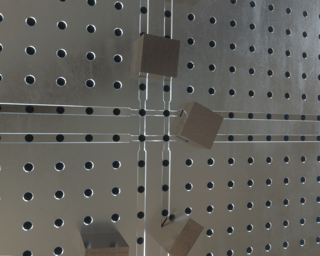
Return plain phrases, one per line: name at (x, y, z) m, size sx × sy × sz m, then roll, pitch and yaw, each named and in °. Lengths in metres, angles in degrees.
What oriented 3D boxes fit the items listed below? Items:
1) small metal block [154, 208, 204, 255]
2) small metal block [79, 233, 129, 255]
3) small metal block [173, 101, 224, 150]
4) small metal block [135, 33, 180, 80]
small metal block at (0.024, 0.140, 0.410) m, size 0.025 × 0.050 × 0.050 m, roll 39°, pitch 78°, yaw -16°
small metal block at (-0.069, 0.148, 0.375) m, size 0.050 × 0.050 × 0.025 m, roll 5°, pitch 89°, yaw -20°
small metal block at (0.054, -0.003, 0.434) m, size 0.050 × 0.025 × 0.050 m, roll 27°, pitch 81°, yaw -19°
small metal block at (-0.003, -0.093, 0.412) m, size 0.050 × 0.025 × 0.050 m, roll 6°, pitch 88°, yaw -20°
